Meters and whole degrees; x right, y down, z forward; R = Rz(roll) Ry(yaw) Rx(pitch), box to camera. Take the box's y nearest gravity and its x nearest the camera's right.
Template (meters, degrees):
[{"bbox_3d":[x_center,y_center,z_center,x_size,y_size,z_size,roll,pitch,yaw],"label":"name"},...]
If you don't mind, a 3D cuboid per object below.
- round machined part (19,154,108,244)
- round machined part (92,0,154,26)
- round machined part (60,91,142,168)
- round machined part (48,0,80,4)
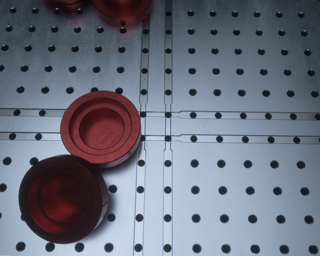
[{"bbox_3d":[-0.107,0.079,0.360,0.098,0.042,0.097,0,93,9],"label":"round machined part"},{"bbox_3d":[-0.058,-0.210,0.479,0.099,0.042,0.098,0,70,-1],"label":"round machined part"},{"bbox_3d":[-0.073,0.004,0.399,0.099,0.042,0.098,0,69,-1],"label":"round machined part"},{"bbox_3d":[-0.150,-0.236,0.486,0.099,0.042,0.098,0,70,1],"label":"round machined part"}]
